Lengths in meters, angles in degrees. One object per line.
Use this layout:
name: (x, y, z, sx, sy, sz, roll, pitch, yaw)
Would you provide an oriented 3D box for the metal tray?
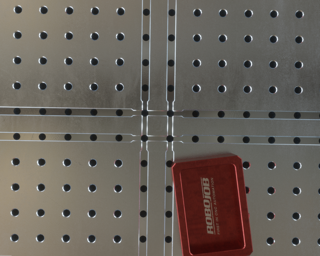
metal tray: (0.067, 0.104, 0.411, 0.090, 0.030, 0.129, -7, 90, 0)
